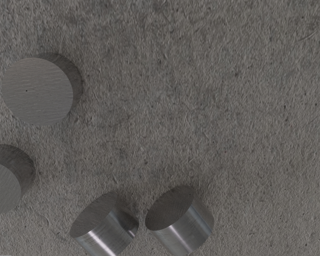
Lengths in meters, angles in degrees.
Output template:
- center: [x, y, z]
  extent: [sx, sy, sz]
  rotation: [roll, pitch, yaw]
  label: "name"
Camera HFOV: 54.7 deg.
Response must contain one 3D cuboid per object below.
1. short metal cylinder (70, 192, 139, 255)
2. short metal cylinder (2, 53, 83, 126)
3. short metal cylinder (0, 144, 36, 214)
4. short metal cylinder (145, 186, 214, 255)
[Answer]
- center: [-0.076, 0.136, 0.430]
  extent: [0.080, 0.080, 0.050]
  rotation: [-33, 107, 11]
  label: "short metal cylinder"
- center: [-0.140, -0.049, 0.377]
  extent: [0.081, 0.050, 0.079]
  rotation: [0, 110, 0]
  label: "short metal cylinder"
- center: [-0.219, 0.068, 0.420]
  extent: [0.081, 0.050, 0.079]
  rotation: [0, 110, 0]
  label: "short metal cylinder"
- center: [0.027, 0.126, 0.427]
  extent: [0.080, 0.080, 0.050]
  rotation: [-33, 107, 11]
  label: "short metal cylinder"
